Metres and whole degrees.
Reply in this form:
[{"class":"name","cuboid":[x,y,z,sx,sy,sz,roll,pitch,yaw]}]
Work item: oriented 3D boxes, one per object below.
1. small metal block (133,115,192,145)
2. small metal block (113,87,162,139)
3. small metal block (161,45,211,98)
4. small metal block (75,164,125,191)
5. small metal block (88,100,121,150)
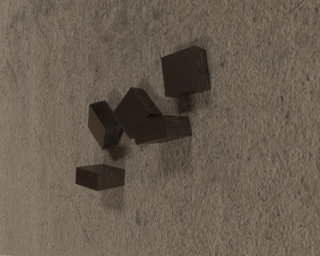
[{"class":"small metal block","cuboid":[0.003,0.003,0.384,0.050,0.050,0.025,-16,80,38]},{"class":"small metal block","cuboid":[-0.032,-0.020,0.429,0.050,0.025,0.050,-50,61,28]},{"class":"small metal block","cuboid":[0.031,-0.067,0.378,0.050,0.025,0.050,-11,83,39]},{"class":"small metal block","cuboid":[-0.088,0.072,0.459,0.050,0.050,0.025,7,95,39]},{"class":"small metal block","cuboid":[-0.083,-0.004,0.459,0.050,0.025,0.050,52,146,27]}]
